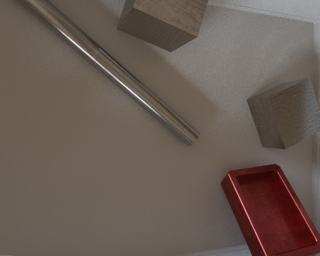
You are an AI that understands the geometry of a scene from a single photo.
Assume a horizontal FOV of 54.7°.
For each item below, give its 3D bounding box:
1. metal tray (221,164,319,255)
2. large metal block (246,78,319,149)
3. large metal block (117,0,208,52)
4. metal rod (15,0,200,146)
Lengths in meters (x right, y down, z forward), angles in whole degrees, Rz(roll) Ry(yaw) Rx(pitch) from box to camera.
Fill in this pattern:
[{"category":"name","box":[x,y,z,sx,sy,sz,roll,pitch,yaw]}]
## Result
[{"category":"metal tray","box":[0.151,0.116,0.425,0.091,0.030,0.130,-5,53,-20]},{"category":"large metal block","box":[0.190,-0.022,0.470,0.081,0.050,0.080,-24,98,-19]},{"category":"large metal block","box":[0.000,-0.141,0.382,0.081,0.080,0.050,18,84,-20]},{"category":"metal rod","box":[-0.064,-0.077,0.387,0.300,0.025,0.025,40,77,-16]}]
